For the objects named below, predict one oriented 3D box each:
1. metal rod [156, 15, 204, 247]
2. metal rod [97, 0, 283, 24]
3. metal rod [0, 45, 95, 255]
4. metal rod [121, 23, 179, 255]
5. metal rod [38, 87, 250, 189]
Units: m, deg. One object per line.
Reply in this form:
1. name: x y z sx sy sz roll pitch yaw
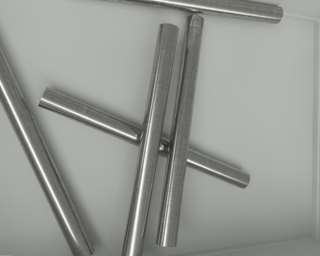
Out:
1. metal rod: 0.028 -0.006 0.399 0.025 0.025 0.299 13 77 -20
2. metal rod: 0.030 -0.169 0.414 0.302 0.025 0.025 1 90 -17
3. metal rod: -0.146 0.018 0.356 0.025 0.025 0.299 -25 98 -19
4. metal rod: -0.012 0.021 0.379 0.025 0.025 0.298 11 86 -20
5. metal rod: -0.006 0.021 0.409 0.302 0.025 0.025 24 82 -19
